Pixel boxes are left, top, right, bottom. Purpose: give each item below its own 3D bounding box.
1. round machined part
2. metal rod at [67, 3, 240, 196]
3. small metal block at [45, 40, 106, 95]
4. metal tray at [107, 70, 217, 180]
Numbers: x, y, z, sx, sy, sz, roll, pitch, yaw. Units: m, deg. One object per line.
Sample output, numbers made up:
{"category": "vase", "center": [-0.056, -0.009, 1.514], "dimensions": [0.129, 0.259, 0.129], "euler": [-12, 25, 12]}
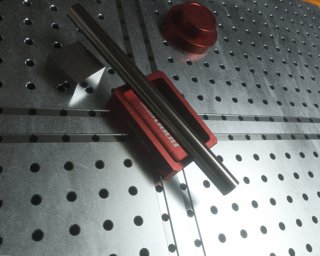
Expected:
{"category": "round machined part", "center": [0.059, -0.180, 0.539], "dimensions": [0.099, 0.042, 0.098], "euler": [14, 56, -21]}
{"category": "metal rod", "center": [-0.013, -0.040, 0.385], "dimensions": [0.300, 0.025, 0.025], "euler": [49, 51, 6]}
{"category": "small metal block", "center": [-0.108, -0.078, 0.397], "dimensions": [0.050, 0.025, 0.050], "euler": [44, 51, 2]}
{"category": "metal tray", "center": [0.004, -0.008, 0.411], "dimensions": [0.091, 0.030, 0.130], "euler": [-31, 79, -38]}
